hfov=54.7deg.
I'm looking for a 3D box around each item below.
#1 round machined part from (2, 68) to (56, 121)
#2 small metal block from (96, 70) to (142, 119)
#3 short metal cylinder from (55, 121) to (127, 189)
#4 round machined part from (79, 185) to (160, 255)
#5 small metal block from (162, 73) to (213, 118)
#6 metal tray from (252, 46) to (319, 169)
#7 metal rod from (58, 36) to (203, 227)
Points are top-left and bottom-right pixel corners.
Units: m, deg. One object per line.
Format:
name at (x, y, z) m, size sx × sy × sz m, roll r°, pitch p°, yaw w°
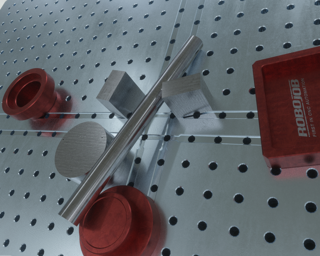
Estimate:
round machined part at (-0.226, -0.055, 0.550) m, size 0.098 × 0.042 × 0.098 m, roll -13°, pitch 56°, yaw 21°
small metal block at (-0.058, -0.049, 0.453) m, size 0.025 × 0.050 × 0.050 m, roll 14°, pitch 69°, yaw 34°
short metal cylinder at (-0.092, 0.038, 0.418) m, size 0.080 × 0.050 × 0.080 m, roll -13°, pitch 56°, yaw 21°
round machined part at (-0.053, 0.112, 0.356) m, size 0.098 × 0.042 × 0.098 m, roll -13°, pitch 56°, yaw 21°
small metal block at (0.036, -0.040, 0.398) m, size 0.050 × 0.050 × 0.025 m, roll -12°, pitch 57°, yaw 22°
metal tray at (0.155, -0.025, 0.338) m, size 0.090 × 0.030 × 0.130 m, roll -10°, pitch 57°, yaw 22°
metal rod at (-0.024, -0.013, 0.399) m, size 0.025 × 0.025 × 0.300 m, roll 16°, pitch 61°, yaw 34°
